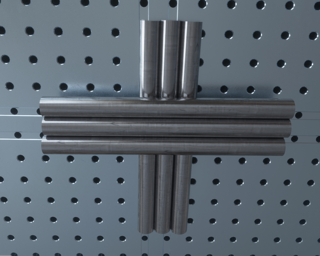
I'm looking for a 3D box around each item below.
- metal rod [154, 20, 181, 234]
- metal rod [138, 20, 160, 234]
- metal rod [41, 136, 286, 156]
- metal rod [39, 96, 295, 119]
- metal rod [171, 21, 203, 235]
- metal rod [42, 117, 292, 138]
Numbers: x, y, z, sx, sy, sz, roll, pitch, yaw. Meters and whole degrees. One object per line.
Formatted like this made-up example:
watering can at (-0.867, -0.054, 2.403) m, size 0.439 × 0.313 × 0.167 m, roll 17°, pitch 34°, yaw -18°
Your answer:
metal rod at (0.008, 0.012, 0.418) m, size 0.025 × 0.025 × 0.298 m, roll 2°, pitch 110°, yaw -1°
metal rod at (-0.017, 0.013, 0.418) m, size 0.025 × 0.025 × 0.298 m, roll 2°, pitch 110°, yaw -1°
metal rod at (0.005, 0.022, 0.395) m, size 0.302 × 0.025 × 0.025 m, roll 0°, pitch 110°, yaw -1°
metal rod at (0.009, -0.025, 0.377) m, size 0.302 × 0.025 × 0.025 m, roll 0°, pitch 110°, yaw -1°
metal rod at (0.033, 0.014, 0.419) m, size 0.025 × 0.025 × 0.298 m, roll 2°, pitch 110°, yaw -1°
metal rod at (0.009, -0.001, 0.386) m, size 0.302 × 0.025 × 0.025 m, roll 0°, pitch 110°, yaw -1°
